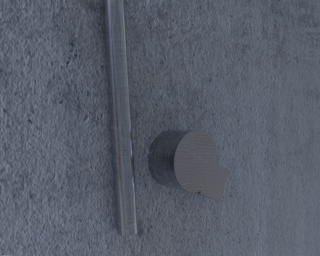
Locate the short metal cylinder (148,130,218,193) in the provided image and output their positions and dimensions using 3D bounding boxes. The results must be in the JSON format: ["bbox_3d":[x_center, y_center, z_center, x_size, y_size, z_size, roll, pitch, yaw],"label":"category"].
[{"bbox_3d":[0.031,0.042,0.415,0.081,0.050,0.079,0,90,-40],"label":"short metal cylinder"}]

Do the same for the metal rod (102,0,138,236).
[{"bbox_3d":[-0.047,-0.024,0.364,0.025,0.025,0.298,-6,94,-40],"label":"metal rod"}]

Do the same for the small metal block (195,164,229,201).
[{"bbox_3d":[0.074,0.078,0.467,0.050,0.025,0.050,27,73,-37],"label":"small metal block"}]
